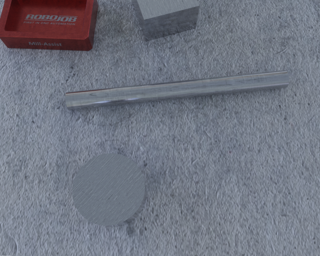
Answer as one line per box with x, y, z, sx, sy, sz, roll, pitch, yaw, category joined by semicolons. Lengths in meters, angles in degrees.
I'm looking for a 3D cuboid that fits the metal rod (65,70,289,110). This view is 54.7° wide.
0.025;-0.052;0.427;0.302;0.025;0.025;-6;70;-3;metal rod

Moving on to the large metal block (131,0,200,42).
0.005;-0.186;0.463;0.081;0.050;0.080;-17;71;-6;large metal block

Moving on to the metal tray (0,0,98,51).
-0.164;-0.164;0.463;0.131;0.030;0.090;2;70;0;metal tray

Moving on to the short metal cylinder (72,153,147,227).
-0.057;0.075;0.367;0.081;0.050;0.080;0;70;0;short metal cylinder
